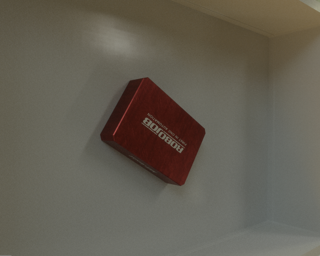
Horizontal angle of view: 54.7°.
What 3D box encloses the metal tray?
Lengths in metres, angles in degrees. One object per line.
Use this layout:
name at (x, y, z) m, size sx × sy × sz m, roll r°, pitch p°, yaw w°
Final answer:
metal tray at (-0.003, 0.008, 0.403) m, size 0.130 × 0.030 × 0.090 m, roll 39°, pitch 66°, yaw -33°
